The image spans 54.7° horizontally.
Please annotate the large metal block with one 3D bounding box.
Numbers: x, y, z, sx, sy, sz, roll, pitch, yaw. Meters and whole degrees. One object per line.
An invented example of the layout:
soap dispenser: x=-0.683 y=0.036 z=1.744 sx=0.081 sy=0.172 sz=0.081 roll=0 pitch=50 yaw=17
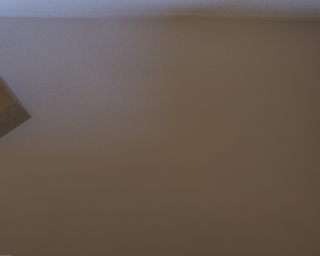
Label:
large metal block: x=-0.233 y=-0.029 z=0.404 sx=0.080 sy=0.050 sz=0.080 roll=-38 pitch=75 yaw=-13
